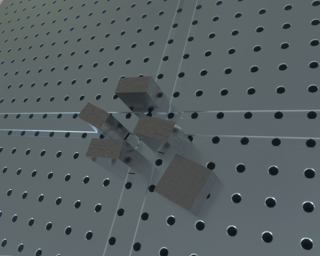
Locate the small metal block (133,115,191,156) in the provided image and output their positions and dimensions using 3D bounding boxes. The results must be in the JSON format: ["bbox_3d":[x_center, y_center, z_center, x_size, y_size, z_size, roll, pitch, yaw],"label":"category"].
[{"bbox_3d":[0.003,0.011,0.383,0.050,0.050,0.025,14,69,33],"label":"small metal block"}]

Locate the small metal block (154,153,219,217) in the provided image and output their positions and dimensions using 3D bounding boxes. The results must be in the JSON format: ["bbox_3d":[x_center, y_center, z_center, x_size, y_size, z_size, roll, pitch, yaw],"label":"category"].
[{"bbox_3d":[0.030,0.064,0.352,0.050,0.025,0.050,23,74,36],"label":"small metal block"}]

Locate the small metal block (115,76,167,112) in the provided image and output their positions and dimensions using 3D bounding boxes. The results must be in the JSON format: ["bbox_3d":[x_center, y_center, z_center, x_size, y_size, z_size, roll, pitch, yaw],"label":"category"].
[{"bbox_3d":[-0.026,-0.046,0.433,0.050,0.050,0.025,1,63,28],"label":"small metal block"}]

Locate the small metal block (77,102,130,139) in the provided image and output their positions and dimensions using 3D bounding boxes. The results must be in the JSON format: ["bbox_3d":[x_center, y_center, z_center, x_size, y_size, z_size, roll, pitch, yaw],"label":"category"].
[{"bbox_3d":[-0.079,-0.006,0.435,0.050,0.050,0.025,26,76,36],"label":"small metal block"}]

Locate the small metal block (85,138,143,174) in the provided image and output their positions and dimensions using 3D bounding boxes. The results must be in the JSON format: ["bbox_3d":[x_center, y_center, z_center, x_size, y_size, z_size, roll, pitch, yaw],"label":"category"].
[{"bbox_3d":[-0.058,0.036,0.399,0.050,0.050,0.025,1,62,28],"label":"small metal block"}]
